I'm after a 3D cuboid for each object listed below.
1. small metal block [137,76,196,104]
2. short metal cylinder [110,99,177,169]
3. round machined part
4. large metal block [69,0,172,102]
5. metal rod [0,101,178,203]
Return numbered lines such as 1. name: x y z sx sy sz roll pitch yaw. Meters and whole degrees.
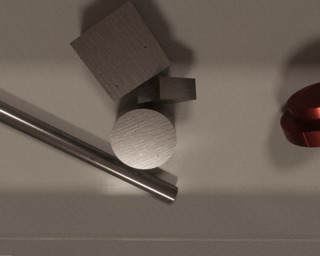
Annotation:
1. small metal block: 0.007 -0.044 0.369 0.050 0.050 0.025 -3 89 -33
2. short metal cylinder: -0.020 0.006 0.400 0.081 0.050 0.079 0 110 -1
3. round machined part: 0.192 -0.022 0.367 0.098 0.098 0.042 -26 108 9
4. large metal block: -0.043 -0.090 0.364 0.080 0.050 0.080 -32 107 11
5. metal rod: -0.112 0.028 0.420 0.301 0.025 0.025 28 108 -10
